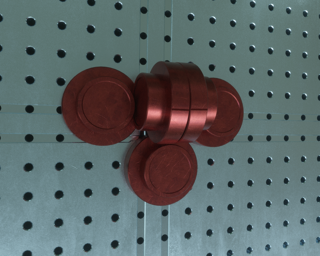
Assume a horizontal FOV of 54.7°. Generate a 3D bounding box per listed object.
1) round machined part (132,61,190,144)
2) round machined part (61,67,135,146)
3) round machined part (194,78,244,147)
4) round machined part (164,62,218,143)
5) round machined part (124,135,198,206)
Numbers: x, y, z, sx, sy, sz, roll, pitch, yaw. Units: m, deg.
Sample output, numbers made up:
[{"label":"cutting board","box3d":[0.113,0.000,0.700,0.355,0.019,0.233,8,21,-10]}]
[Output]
[{"label":"round machined part","box3d":[-0.005,-0.030,0.366,0.042,0.098,0.097,1,90,-20]},{"label":"round machined part","box3d":[-0.069,-0.027,0.379,0.099,0.042,0.097,0,90,-21]},{"label":"round machined part","box3d":[0.076,-0.022,0.432,0.099,0.042,0.097,0,90,-21]},{"label":"round machined part","box3d":[0.036,-0.031,0.382,0.042,0.098,0.097,-1,91,-20]},{"label":"round machined part","box3d":[0.006,0.054,0.407,0.099,0.042,0.097,0,90,-21]}]
